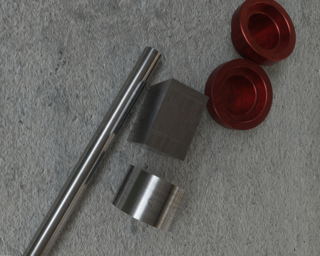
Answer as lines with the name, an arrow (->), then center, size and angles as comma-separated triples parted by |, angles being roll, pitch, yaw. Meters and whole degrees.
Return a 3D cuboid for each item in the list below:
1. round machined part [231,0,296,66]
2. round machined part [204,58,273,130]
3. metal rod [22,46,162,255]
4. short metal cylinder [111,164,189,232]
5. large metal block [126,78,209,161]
round machined part -> 0.142, -0.135, 0.446 | 0.099, 0.042, 0.098 | 5, 76, -23
round machined part -> 0.106, -0.046, 0.439 | 0.099, 0.042, 0.097 | 0, 90, -20
metal rod -> -0.080, 0.030, 0.379 | 0.025, 0.025, 0.300 | 32, 79, -17
short metal cylinder -> -0.011, 0.084, 0.376 | 0.080, 0.080, 0.050 | 29, 81, -18
large metal block -> 0.007, -0.009, 0.382 | 0.050, 0.080, 0.080 | 25, 82, -19
